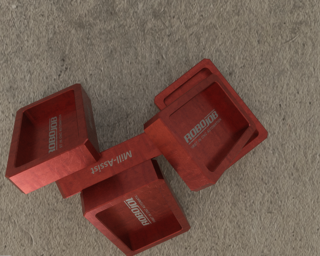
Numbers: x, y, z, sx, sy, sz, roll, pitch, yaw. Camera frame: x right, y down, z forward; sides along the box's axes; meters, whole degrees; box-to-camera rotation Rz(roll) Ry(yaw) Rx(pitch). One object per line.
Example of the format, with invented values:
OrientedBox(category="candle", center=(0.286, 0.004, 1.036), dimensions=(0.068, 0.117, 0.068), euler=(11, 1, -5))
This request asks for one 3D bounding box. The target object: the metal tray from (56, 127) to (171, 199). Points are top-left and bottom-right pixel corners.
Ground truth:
OrientedBox(category="metal tray", center=(-0.052, 0.037, 0.378), dimensions=(0.131, 0.090, 0.030), euler=(-25, 90, 0))

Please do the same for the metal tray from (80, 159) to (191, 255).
OrientedBox(category="metal tray", center=(-0.023, 0.100, 0.367), dimensions=(0.090, 0.030, 0.130), euler=(-25, 135, 0))

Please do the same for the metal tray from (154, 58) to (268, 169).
OrientedBox(category="metal tray", center=(0.065, -0.014, 0.409), dimensions=(0.090, 0.030, 0.130), euler=(-38, 91, -1))

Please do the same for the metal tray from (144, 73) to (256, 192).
OrientedBox(category="metal tray", center=(0.052, -0.001, 0.356), dimensions=(0.090, 0.030, 0.131), euler=(52, 45, -1))

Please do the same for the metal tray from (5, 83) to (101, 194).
OrientedBox(category="metal tray", center=(-0.124, 0.005, 0.362), dimensions=(0.090, 0.130, 0.030), euler=(-24, 129, -1))
